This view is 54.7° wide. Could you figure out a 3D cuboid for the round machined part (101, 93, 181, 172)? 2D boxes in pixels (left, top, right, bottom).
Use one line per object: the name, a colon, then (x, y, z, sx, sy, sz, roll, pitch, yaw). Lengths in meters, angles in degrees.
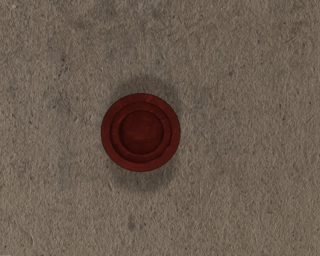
round machined part: (-0.024, 0.005, 0.401, 0.099, 0.042, 0.097, 0, 90, -1)
